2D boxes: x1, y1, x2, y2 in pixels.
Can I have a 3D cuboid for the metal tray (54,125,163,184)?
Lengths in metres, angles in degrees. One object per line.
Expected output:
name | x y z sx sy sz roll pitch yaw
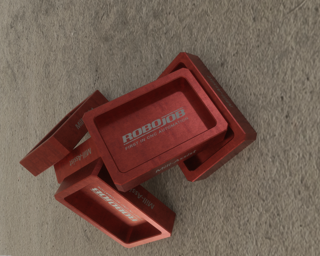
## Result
metal tray | -0.070 0.036 0.420 0.130 0.091 0.030 -31 71 35

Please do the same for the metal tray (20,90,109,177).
metal tray | -0.135 0.004 0.453 0.090 0.130 0.030 -30 110 35

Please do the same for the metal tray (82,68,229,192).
metal tray | -0.005 -0.001 0.336 0.131 0.030 0.090 -27 67 -11

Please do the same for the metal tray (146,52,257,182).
metal tray | 0.040 -0.014 0.369 0.090 0.030 0.130 -46 63 30

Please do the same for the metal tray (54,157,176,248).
metal tray | -0.055 0.100 0.393 0.090 0.130 0.030 -31 26 36
